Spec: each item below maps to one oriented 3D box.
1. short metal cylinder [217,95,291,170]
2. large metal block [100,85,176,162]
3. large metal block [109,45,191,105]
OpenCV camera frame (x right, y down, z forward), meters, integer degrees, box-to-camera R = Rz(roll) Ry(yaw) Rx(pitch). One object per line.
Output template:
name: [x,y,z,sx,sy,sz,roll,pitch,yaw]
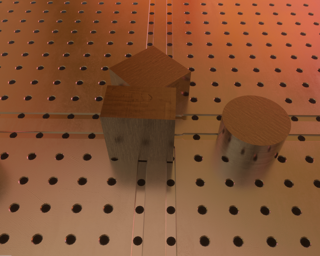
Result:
short metal cylinder: [0.115,0.005,0.388,0.081,0.050,0.080,0,50,0]
large metal block: [-0.023,-0.004,0.375,0.080,0.080,0.050,2,50,2]
large metal block: [-0.014,-0.064,0.445,0.080,0.050,0.080,-34,58,-25]
